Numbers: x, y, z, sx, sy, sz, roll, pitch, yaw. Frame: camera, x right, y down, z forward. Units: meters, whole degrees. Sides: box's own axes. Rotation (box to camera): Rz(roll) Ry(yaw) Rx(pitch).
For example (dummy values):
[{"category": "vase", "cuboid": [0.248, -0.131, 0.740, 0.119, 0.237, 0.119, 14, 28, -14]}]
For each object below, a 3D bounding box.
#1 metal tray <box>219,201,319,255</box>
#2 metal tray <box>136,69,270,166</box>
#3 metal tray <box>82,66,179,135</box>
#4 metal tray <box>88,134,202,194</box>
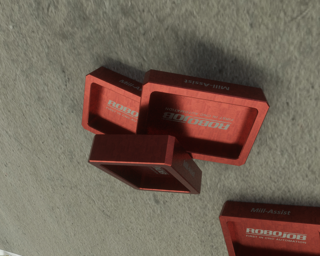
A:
[{"category": "metal tray", "cuboid": [0.153, 0.145, 0.412, 0.130, 0.030, 0.089, -3, 117, 29]}, {"category": "metal tray", "cuboid": [0.042, -0.009, 0.346, 0.131, 0.030, 0.089, 9, 126, -3]}, {"category": "metal tray", "cuboid": [-0.039, -0.016, 0.412, 0.130, 0.030, 0.089, 25, 127, 12]}, {"category": "metal tray", "cuboid": [-0.010, 0.045, 0.358, 0.090, 0.030, 0.130, 0, 156, 21]}]
